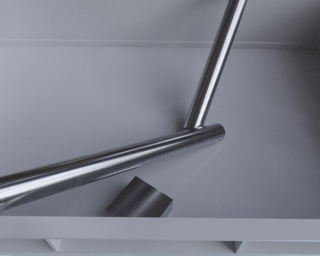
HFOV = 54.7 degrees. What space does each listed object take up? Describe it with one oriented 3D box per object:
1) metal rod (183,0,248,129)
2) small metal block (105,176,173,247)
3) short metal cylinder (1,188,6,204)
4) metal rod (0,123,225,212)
[{"bbox_3d":[0.093,-0.135,0.426,0.025,0.025,0.299,18,82,14],"label":"metal rod"},{"bbox_3d":[-0.021,0.088,0.331,0.050,0.025,0.050,29,55,21],"label":"small metal block"},{"bbox_3d":[-0.206,0.071,0.307,0.050,0.080,0.080,33,57,24],"label":"short metal cylinder"},{"bbox_3d":[-0.032,0.029,0.299,0.302,0.025,0.025,-12,46,-44],"label":"metal rod"}]
